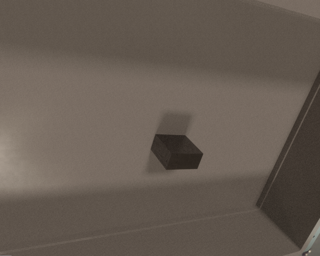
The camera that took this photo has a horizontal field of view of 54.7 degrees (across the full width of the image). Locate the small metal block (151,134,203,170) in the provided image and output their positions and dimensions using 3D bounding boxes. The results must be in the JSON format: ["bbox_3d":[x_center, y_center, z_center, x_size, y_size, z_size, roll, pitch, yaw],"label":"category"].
[{"bbox_3d":[0.023,0.032,0.427,0.050,0.050,0.025,3,117,-30],"label":"small metal block"}]
